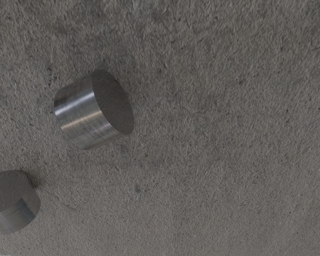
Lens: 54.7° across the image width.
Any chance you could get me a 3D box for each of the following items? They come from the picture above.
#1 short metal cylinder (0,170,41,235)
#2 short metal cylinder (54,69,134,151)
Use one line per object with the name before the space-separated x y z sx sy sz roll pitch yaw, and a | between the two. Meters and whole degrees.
short metal cylinder | -0.228 0.110 0.462 0.080 0.080 0.050 -5 130 4
short metal cylinder | -0.072 -0.020 0.353 0.050 0.080 0.080 -23 127 18
